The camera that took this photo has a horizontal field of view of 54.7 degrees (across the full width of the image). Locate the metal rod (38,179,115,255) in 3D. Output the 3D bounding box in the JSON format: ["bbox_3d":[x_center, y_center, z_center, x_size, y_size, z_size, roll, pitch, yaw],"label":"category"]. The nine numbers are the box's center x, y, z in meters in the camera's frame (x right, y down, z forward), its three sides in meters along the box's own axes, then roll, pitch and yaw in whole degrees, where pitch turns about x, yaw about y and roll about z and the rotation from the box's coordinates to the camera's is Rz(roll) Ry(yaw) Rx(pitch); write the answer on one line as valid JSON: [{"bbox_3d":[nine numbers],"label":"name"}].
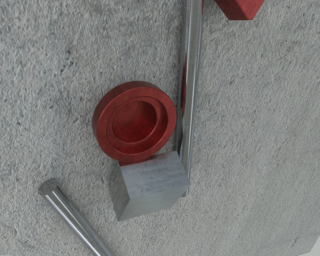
[{"bbox_3d":[-0.094,0.182,0.469,0.025,0.025,0.299,-29,129,-10],"label":"metal rod"}]

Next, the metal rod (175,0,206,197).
[{"bbox_3d":[0.036,-0.026,0.411,0.025,0.025,0.298,-13,124,-22],"label":"metal rod"}]

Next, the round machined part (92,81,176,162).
[{"bbox_3d":[-0.033,-0.011,0.372,0.099,0.042,0.097,-14,124,-22],"label":"round machined part"}]

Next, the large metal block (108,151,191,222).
[{"bbox_3d":[-0.017,0.078,0.411,0.081,0.050,0.080,-8,149,-25],"label":"large metal block"}]

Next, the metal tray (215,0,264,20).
[{"bbox_3d":[0.074,-0.186,0.315,0.130,0.030,0.090,36,82,-39],"label":"metal tray"}]
